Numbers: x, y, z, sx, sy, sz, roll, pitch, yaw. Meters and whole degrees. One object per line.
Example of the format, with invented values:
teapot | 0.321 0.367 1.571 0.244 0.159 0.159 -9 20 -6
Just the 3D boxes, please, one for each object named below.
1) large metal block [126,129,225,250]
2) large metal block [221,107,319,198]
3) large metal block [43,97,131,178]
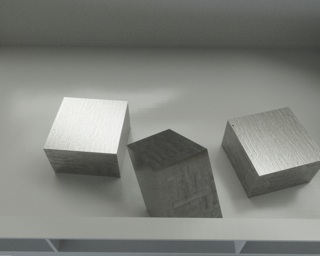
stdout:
large metal block | 0.013 0.054 0.304 0.050 0.080 0.080 -21 19 -17
large metal block | 0.130 0.027 0.368 0.081 0.050 0.080 -12 51 -10
large metal block | -0.083 0.010 0.379 0.080 0.050 0.080 4 50 3
